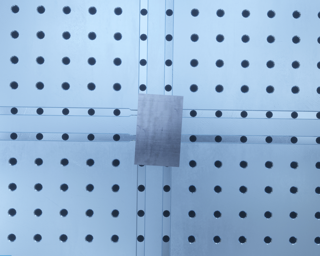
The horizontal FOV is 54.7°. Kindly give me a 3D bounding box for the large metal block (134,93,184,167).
[{"bbox_3d":[-0.001,0.002,0.385,0.050,0.080,0.079,3,90,0],"label":"large metal block"}]
